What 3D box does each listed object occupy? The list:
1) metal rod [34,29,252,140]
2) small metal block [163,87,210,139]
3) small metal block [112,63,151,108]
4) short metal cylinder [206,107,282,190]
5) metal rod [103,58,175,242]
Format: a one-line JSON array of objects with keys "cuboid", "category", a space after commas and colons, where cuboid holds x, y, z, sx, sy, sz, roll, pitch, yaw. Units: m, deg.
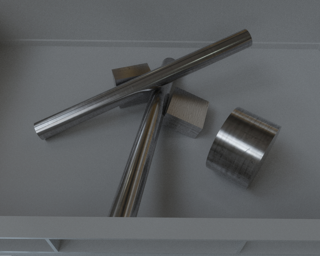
[{"cuboid": [-0.019, -0.058, 0.408, 0.301, 0.025, 0.025, -25, 53, -3], "category": "metal rod"}, {"cuboid": [0.034, -0.021, 0.414, 0.050, 0.025, 0.050, 24, 51, -5], "category": "small metal block"}, {"cuboid": [-0.038, -0.060, 0.438, 0.050, 0.050, 0.025, -13, 47, -11], "category": "small metal block"}, {"cuboid": [0.095, 0.022, 0.352, 0.050, 0.080, 0.080, 29, 56, 22], "category": "short metal cylinder"}, {"cuboid": [-0.011, -0.005, 0.377, 0.025, 0.025, 0.300, 8, 41, 6], "category": "metal rod"}]
